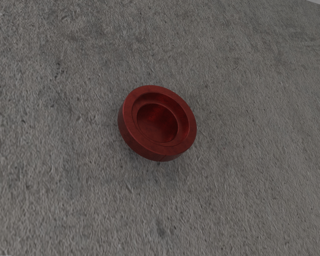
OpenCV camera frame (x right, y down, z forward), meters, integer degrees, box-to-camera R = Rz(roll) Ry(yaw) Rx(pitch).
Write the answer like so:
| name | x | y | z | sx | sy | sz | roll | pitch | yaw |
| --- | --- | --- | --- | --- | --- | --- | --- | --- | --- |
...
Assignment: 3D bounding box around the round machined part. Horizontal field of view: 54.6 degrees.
| name | x | y | z | sx | sy | sz | roll | pitch | yaw |
| --- | --- | --- | --- | --- | --- | --- | --- | --- | --- |
| round machined part | -0.007 | -0.002 | 0.390 | 0.099 | 0.042 | 0.098 | 13 | 56 | -21 |
